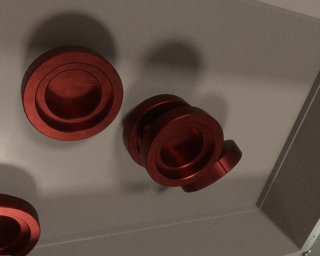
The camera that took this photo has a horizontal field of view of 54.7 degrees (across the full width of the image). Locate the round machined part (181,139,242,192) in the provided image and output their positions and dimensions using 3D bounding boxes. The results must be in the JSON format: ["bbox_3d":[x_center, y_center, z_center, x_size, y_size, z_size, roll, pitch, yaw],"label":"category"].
[{"bbox_3d":[0.062,0.044,0.437,0.098,0.098,0.042,-35,94,-5],"label":"round machined part"}]

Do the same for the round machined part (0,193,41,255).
[{"bbox_3d":[-0.195,0.116,0.363,0.099,0.042,0.097,-14,125,-21],"label":"round machined part"}]

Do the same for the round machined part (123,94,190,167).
[{"bbox_3d":[-0.002,0.001,0.399,0.099,0.042,0.097,-14,124,-21],"label":"round machined part"}]

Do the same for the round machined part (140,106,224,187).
[{"bbox_3d":[0.022,0.018,0.366,0.099,0.042,0.097,-12,122,-20],"label":"round machined part"}]

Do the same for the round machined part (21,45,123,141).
[{"bbox_3d":[-0.092,-0.038,0.324,0.099,0.042,0.097,-14,125,-21],"label":"round machined part"}]
